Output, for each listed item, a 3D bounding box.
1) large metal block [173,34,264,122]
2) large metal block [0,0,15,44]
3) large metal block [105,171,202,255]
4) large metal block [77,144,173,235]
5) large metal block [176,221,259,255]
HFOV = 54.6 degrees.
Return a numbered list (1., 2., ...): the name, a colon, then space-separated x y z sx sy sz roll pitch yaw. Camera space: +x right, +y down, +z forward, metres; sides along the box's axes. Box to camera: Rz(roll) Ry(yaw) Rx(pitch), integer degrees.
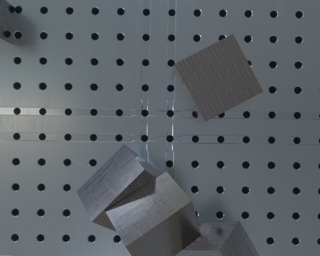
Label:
1. large metal block: 0.072 -0.061 0.401 0.080 0.050 0.080 -28 90 0
2. large metal block: -0.242 -0.144 0.384 0.080 0.080 0.050 6 90 0
3. large metal block: -0.004 0.110 0.355 0.080 0.050 0.080 -31 135 -15
4. large metal block: -0.038 0.079 0.380 0.080 0.080 0.050 -45 46 0
5. large metal block: 0.072 0.164 0.377 0.050 0.080 0.080 -36 98 -43
